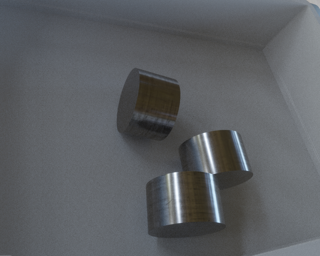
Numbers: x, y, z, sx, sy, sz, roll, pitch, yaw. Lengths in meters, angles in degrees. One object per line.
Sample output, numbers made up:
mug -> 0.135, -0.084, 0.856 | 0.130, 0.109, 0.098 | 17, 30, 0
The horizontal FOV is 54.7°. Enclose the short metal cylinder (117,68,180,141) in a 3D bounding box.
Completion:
short metal cylinder -> -0.016, -0.028, 0.378 | 0.050, 0.080, 0.080 | 13, 57, -21

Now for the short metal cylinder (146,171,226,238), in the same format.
short metal cylinder -> 0.026, 0.085, 0.333 | 0.081, 0.080, 0.050 | 9, 58, -23

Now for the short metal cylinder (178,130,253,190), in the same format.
short metal cylinder -> 0.067, 0.043, 0.380 | 0.081, 0.080, 0.050 | 4, 60, -27
